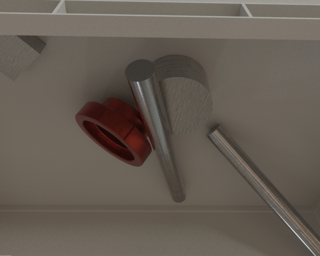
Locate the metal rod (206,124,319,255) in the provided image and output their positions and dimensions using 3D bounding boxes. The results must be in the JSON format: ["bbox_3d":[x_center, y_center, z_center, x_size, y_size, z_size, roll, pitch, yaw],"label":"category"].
[{"bbox_3d":[0.171,0.113,0.430,0.025,0.025,0.300,-39,97,28],"label":"metal rod"}]

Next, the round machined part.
[{"bbox_3d":[-0.050,0.001,0.376,0.098,0.042,0.098,30,158,14],"label":"round machined part"}]

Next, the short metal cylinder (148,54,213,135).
[{"bbox_3d":[0.018,-0.038,0.361,0.081,0.050,0.079,-1,130,0],"label":"short metal cylinder"}]

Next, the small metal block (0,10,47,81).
[{"bbox_3d":[-0.161,-0.087,0.333,0.050,0.025,0.050,-34,123,25],"label":"small metal block"}]

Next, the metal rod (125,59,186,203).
[{"bbox_3d":[0.007,0.031,0.380,0.025,0.025,0.299,-8,147,6],"label":"metal rod"}]
